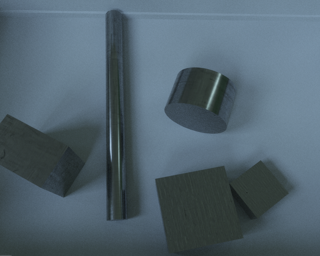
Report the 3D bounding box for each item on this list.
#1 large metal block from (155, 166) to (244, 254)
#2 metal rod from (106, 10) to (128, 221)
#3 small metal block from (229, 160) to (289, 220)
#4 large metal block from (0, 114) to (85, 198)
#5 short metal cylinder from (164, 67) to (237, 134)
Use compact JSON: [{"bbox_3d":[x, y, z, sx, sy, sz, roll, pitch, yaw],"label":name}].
[{"bbox_3d":[0.042,0.095,0.362,0.081,0.050,0.080,-10,70,-4],"label":"large metal block"},{"bbox_3d":[-0.061,-0.031,0.420,0.025,0.025,0.299,-3,70,-2],"label":"metal rod"},{"bbox_3d":[0.119,0.077,0.383,0.050,0.025,0.050,-34,74,-12],"label":"small metal block"},{"bbox_3d":[-0.145,0.036,0.366,0.080,0.080,0.050,26,72,9],"label":"large metal block"},{"bbox_3d":[0.052,-0.033,0.393,0.080,0.080,0.050,18,71,6],"label":"short metal cylinder"}]
